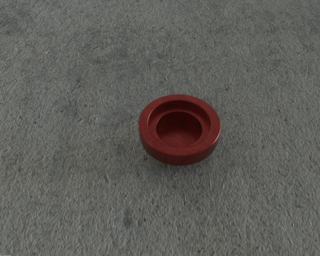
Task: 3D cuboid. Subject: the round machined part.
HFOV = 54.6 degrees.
[{"bbox_3d":[0.024,0.006,0.387,0.099,0.042,0.098,0,50,0],"label":"round machined part"}]
